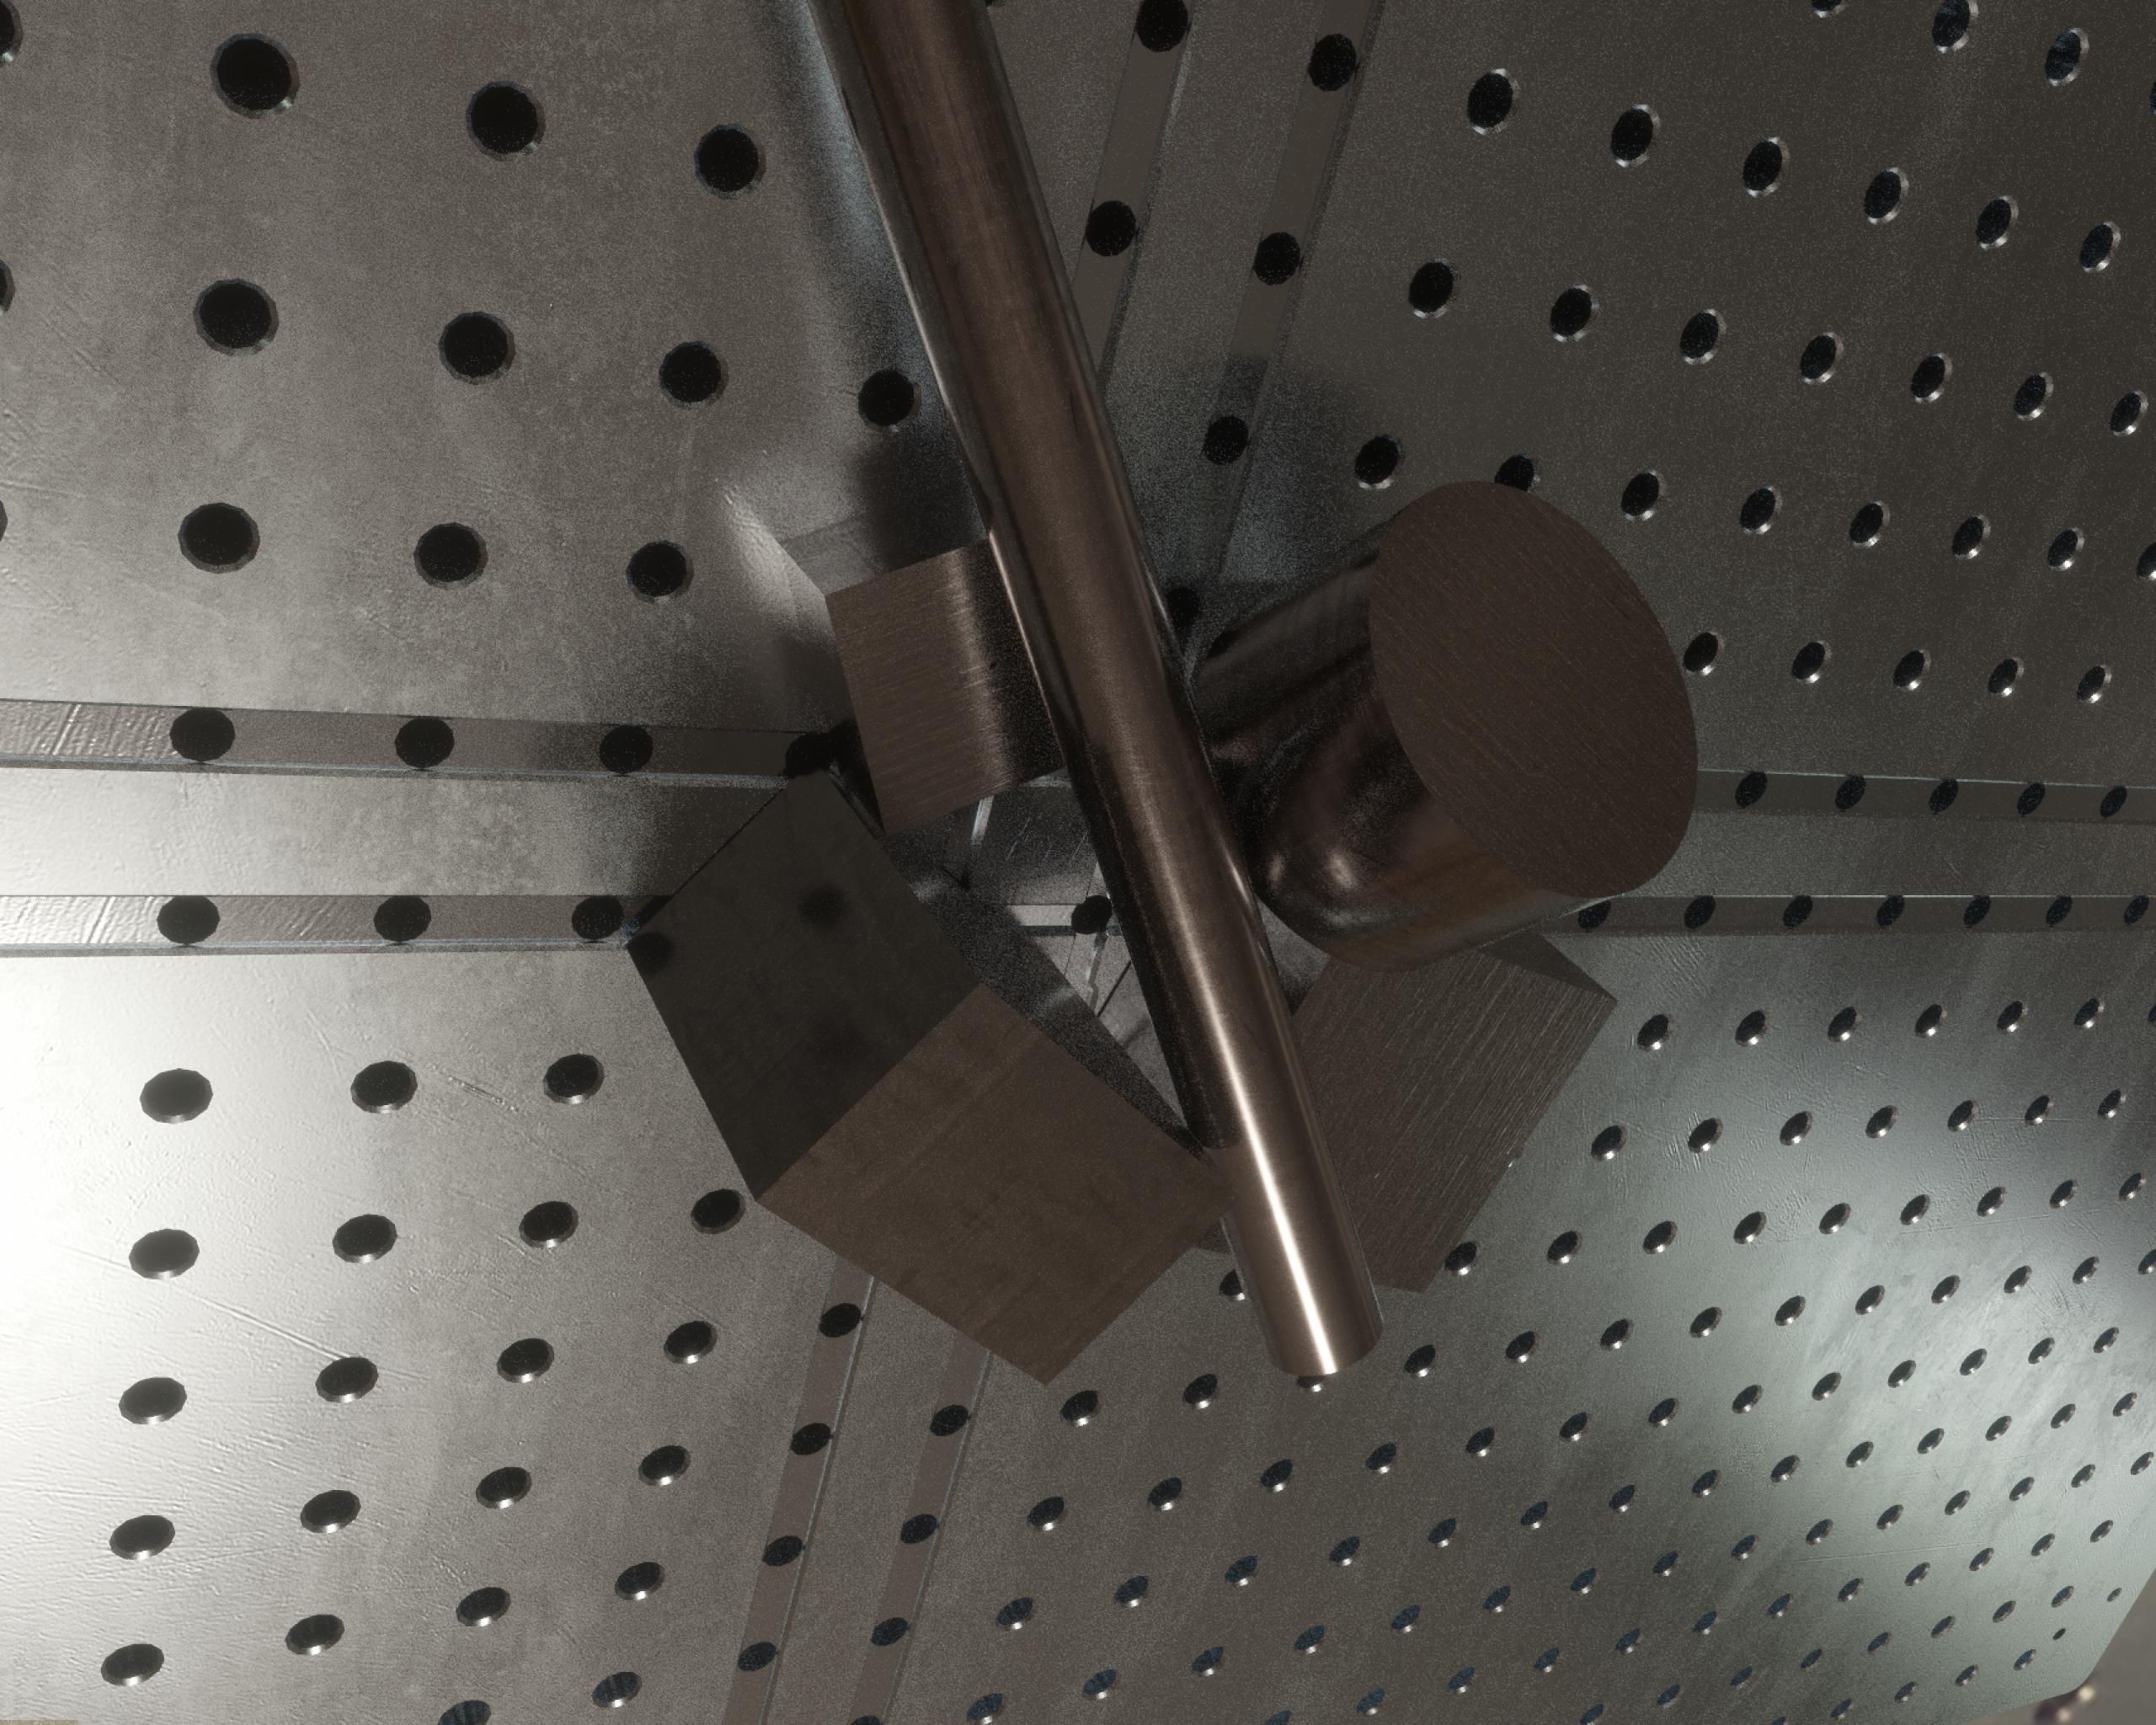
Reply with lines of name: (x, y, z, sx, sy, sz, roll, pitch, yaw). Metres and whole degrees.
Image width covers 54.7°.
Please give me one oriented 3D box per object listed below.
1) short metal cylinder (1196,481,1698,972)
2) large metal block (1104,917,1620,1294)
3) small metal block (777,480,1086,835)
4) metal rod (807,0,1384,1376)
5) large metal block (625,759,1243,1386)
short metal cylinder: (0.069, -0.024, 0.391, 0.081, 0.080, 0.050, 9, 157, -33)
large metal block: (0.055, 0.041, 0.452, 0.080, 0.050, 0.080, 19, 108, -36)
small metal block: (-0.021, -0.039, 0.377, 0.050, 0.025, 0.050, -22, 127, -16)
metal rod: (0.006, -0.033, 0.356, 0.025, 0.025, 0.298, -25, 116, -13)
large metal block: (-0.027, 0.038, 0.385, 0.050, 0.080, 0.080, -45, 130, 3)
